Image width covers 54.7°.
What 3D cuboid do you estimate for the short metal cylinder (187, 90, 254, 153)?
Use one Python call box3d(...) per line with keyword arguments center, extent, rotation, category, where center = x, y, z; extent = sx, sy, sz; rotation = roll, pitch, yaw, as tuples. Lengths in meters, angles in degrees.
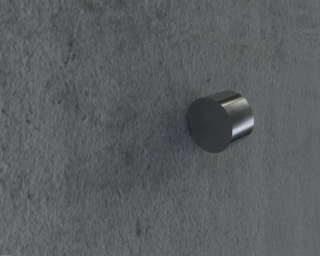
box3d(center=(0.085, -0.010, 0.443), extent=(0.050, 0.080, 0.079), rotation=(-20, 103, -39), category="short metal cylinder")
